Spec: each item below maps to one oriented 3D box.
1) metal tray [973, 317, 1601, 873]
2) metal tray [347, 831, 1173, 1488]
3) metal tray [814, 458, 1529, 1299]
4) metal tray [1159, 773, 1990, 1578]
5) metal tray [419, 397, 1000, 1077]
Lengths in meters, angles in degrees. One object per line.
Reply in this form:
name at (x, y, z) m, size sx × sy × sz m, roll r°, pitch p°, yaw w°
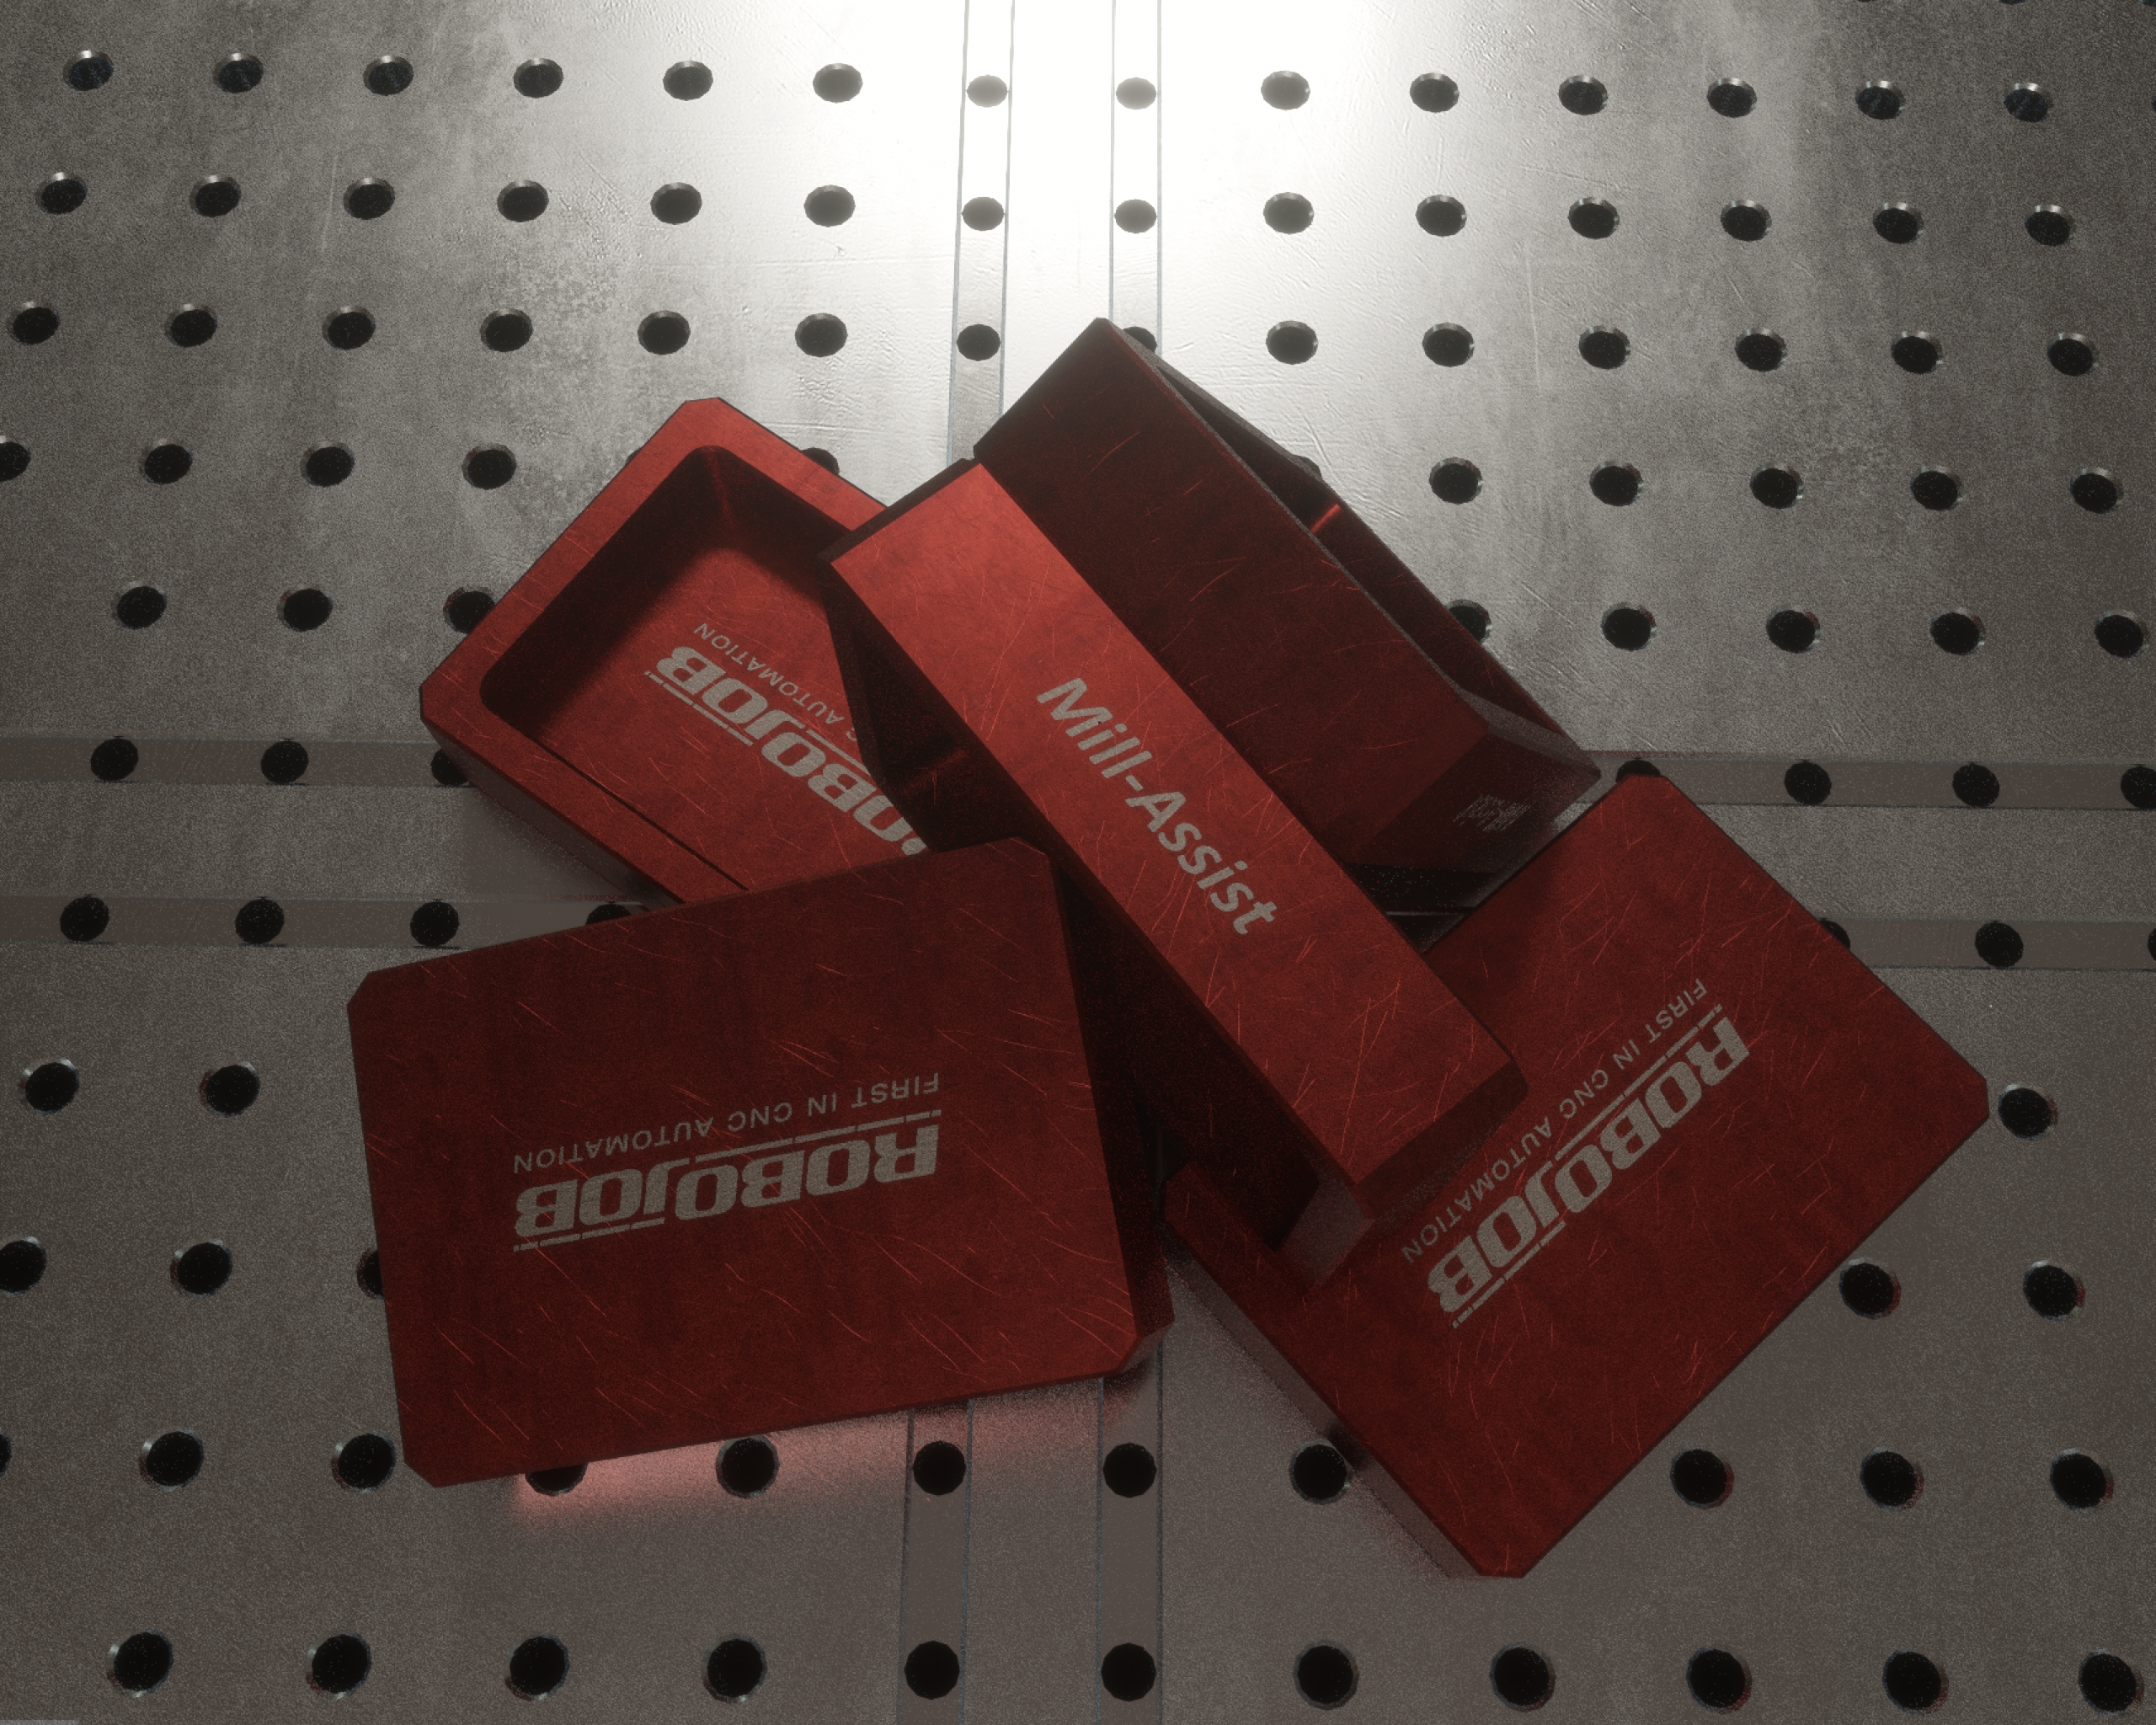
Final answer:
metal tray at (0.043, -0.041, 0.372) m, size 0.030 × 0.130 × 0.090 m, roll -45°, pitch 74°, yaw 15°
metal tray at (-0.056, 0.052, 0.364) m, size 0.131 × 0.030 × 0.090 m, roll -12°, pitch 81°, yaw 10°
metal tray at (0.011, 0.006, 0.343) m, size 0.030 × 0.090 × 0.130 m, roll -37°, pitch 75°, yaw -12°
metal tray at (0.090, 0.056, 0.388) m, size 0.130 × 0.030 × 0.090 m, roll -39°, pitch 75°, yaw -14°
metal tray at (-0.051, -0.024, 0.417) m, size 0.130 × 0.030 × 0.090 m, roll 34°, pitch 73°, yaw 11°
